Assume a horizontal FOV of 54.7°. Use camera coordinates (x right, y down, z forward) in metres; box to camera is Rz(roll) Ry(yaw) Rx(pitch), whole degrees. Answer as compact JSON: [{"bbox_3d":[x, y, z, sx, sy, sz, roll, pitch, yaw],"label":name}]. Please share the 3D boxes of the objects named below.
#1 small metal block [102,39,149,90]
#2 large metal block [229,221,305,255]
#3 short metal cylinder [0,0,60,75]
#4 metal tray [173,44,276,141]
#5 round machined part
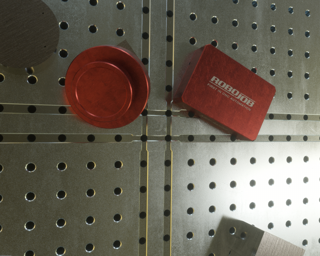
[{"bbox_3d":[-0.051,-0.075,0.393,0.050,0.025,0.050,-39,103,-16],"label":"small metal block"},{"bbox_3d":[0.153,0.195,0.456,0.080,0.050,0.080,28,81,-18],"label":"large metal block"},{"bbox_3d":[-0.154,-0.102,0.342,0.081,0.050,0.080,0,90,-20],"label":"short metal cylinder"},{"bbox_3d":[0.095,-0.048,0.445,0.131,0.030,0.090,28,81,-18],"label":"metal tray"},{"bbox_3d":[-0.062,-0.045,0.357,0.099,0.042,0.097,2,109,5],"label":"round machined part"}]
